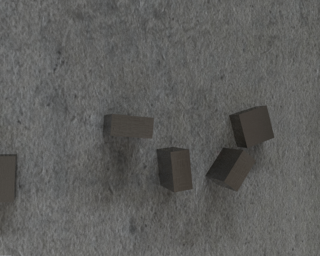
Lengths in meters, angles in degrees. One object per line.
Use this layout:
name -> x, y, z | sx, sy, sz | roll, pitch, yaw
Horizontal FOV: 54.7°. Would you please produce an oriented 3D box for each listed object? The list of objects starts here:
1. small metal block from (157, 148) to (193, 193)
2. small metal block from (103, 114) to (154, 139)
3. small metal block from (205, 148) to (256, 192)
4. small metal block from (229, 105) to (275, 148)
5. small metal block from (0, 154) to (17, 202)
small metal block -> 0.018, 0.052, 0.404 | 0.025, 0.050, 0.050 | -6, 92, -20
small metal block -> -0.040, -0.002, 0.382 | 0.050, 0.050, 0.025 | 5, 89, -20
small metal block -> 0.098, 0.057, 0.434 | 0.025, 0.050, 0.050 | 38, 78, -17
small metal block -> 0.137, -0.002, 0.461 | 0.050, 0.025, 0.050 | -18, 96, -20
small metal block -> -0.186, 0.055, 0.340 | 0.050, 0.025, 0.050 | 2, 90, -21
